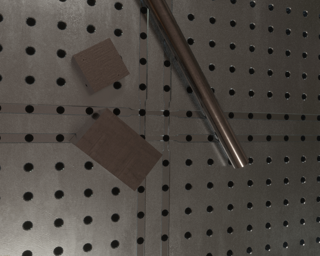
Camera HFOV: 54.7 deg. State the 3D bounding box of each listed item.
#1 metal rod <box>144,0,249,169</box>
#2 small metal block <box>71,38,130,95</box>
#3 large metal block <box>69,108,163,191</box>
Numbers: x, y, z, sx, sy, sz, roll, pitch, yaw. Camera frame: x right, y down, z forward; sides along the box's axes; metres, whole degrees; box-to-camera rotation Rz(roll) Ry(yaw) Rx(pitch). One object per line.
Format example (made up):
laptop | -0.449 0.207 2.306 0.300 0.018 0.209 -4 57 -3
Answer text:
metal rod | 0.047 -0.074 0.431 0.025 0.025 0.299 -33 101 -17
small metal block | -0.074 -0.076 0.386 0.050 0.025 0.050 -32 101 -17
large metal block | -0.055 0.023 0.364 0.080 0.080 0.050 41 77 -16
